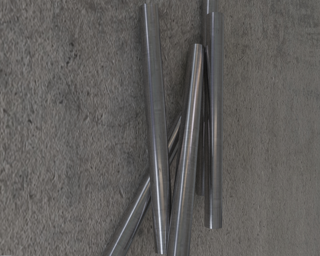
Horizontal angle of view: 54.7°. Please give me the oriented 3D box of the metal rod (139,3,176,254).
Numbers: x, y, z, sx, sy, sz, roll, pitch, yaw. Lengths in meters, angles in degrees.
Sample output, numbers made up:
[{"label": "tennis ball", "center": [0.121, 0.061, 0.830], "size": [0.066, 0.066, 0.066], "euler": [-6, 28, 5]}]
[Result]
[{"label": "metal rod", "center": [-0.004, -0.004, 0.378], "size": [0.025, 0.025, 0.298], "euler": [0, 83, -40]}]

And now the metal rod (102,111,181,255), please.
[{"label": "metal rod", "center": [-0.031, 0.107, 0.378], "size": [0.025, 0.025, 0.300], "euler": [42, 65, -32]}]

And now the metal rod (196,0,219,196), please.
[{"label": "metal rod", "center": [0.071, -0.050, 0.464], "size": [0.025, 0.025, 0.298], "euler": [3, 88, -40]}]

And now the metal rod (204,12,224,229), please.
[{"label": "metal rod", "center": [0.077, -0.011, 0.438], "size": [0.025, 0.025, 0.298], "euler": [2, 89, -40]}]

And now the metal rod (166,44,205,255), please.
[{"label": "metal rod", "center": [0.036, 0.021, 0.390], "size": [0.025, 0.025, 0.299], "euler": [27, 59, -37]}]
